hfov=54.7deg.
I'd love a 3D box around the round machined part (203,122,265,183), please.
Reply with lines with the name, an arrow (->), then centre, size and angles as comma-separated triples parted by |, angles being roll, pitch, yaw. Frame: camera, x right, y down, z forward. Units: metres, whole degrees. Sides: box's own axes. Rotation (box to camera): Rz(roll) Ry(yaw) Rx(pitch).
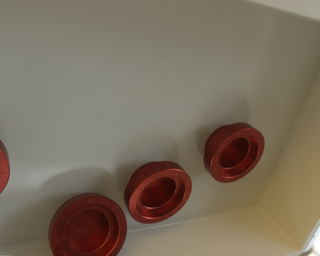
round machined part -> 0.109, 0.034, 0.481 | 0.099, 0.042, 0.097 | -14, 125, -21

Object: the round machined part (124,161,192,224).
round machined part -> -0.006, 0.088, 0.450 | 0.099, 0.042, 0.097 | -14, 125, -21

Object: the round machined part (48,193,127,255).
round machined part -> -0.097, 0.135, 0.412 | 0.099, 0.042, 0.097 | -1, 91, -28

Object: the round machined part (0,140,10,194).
round machined part -> -0.205, 0.036, 0.308 | 0.099, 0.042, 0.097 | -14, 125, -21
